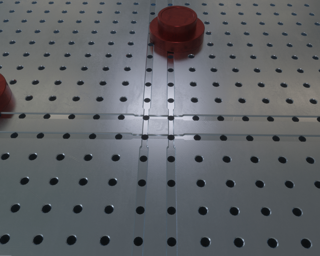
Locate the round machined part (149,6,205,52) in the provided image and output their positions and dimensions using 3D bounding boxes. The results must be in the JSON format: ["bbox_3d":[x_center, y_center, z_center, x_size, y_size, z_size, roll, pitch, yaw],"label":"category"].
[{"bbox_3d":[0.030,-0.180,0.549,0.099,0.042,0.098,0,50,0],"label":"round machined part"}]

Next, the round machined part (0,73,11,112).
[{"bbox_3d":[-0.271,-0.054,0.441,0.099,0.042,0.098,0,50,0],"label":"round machined part"}]
